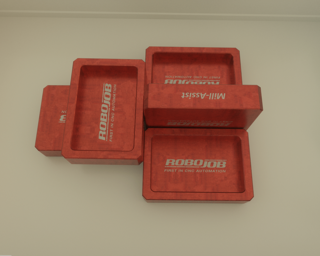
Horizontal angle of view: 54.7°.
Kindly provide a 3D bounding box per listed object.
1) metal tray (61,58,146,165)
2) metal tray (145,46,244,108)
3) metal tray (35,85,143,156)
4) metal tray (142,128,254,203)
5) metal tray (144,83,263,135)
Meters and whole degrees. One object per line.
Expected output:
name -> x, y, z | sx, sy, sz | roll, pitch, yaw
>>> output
metal tray -> -0.064, -0.022, 0.380 | 0.091, 0.030, 0.130 | 1, 70, 0
metal tray -> 0.045, -0.066, 0.430 | 0.131, 0.030, 0.090 | 1, 70, 0
metal tray -> -0.088, -0.009, 0.406 | 0.131, 0.030, 0.090 | 0, 70, -1
metal tray -> 0.045, 0.047, 0.388 | 0.131, 0.030, 0.090 | 1, 70, 0
metal tray -> 0.048, -0.020, 0.380 | 0.131, 0.090, 0.030 | 1, 70, 0
